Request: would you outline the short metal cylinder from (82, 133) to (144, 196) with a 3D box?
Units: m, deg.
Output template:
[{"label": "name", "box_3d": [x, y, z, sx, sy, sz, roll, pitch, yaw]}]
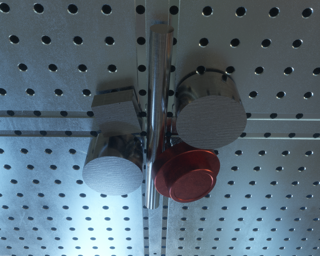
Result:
[{"label": "short metal cylinder", "box_3d": [-0.063, 0.049, 0.431, 0.081, 0.050, 0.079, 0, 130, 0]}]

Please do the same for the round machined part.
[{"label": "round machined part", "box_3d": [0.040, 0.068, 0.438, 0.099, 0.042, 0.097, -11, 131, -12]}]

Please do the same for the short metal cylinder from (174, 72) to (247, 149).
[{"label": "short metal cylinder", "box_3d": [0.059, -0.020, 0.373, 0.081, 0.050, 0.079, 0, 130, 0]}]

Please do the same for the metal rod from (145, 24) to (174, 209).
[{"label": "metal rod", "box_3d": [-0.005, 0.011, 0.415, 0.025, 0.025, 0.298, 2, 130, -2]}]

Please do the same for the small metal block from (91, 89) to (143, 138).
[{"label": "small metal block", "box_3d": [-0.053, -0.018, 0.391, 0.050, 0.025, 0.050, -9, 130, 7]}]
